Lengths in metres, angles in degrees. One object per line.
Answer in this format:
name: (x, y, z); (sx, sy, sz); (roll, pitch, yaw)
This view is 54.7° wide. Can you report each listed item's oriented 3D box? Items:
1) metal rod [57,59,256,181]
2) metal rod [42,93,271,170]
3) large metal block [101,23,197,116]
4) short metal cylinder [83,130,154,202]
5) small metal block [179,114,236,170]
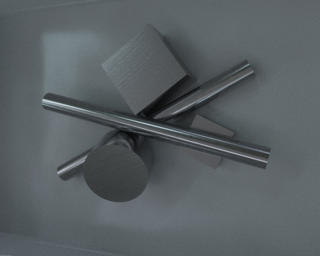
metal rod: (-0.017, -0.002, 0.413); (0.300, 0.025, 0.025); (-29, 81, 17)
metal rod: (-0.019, -0.002, 0.388); (0.301, 0.025, 0.025); (15, 95, 19)
large metal block: (-0.013, -0.071, 0.399); (0.080, 0.050, 0.080); (-37, 78, 16)
short metal cylinder: (-0.051, 0.047, 0.398); (0.080, 0.050, 0.079); (2, 112, 6)
small metal block: (0.060, 0.016, 0.385); (0.050, 0.025, 0.050); (28, 99, 17)
